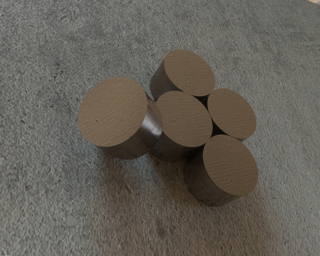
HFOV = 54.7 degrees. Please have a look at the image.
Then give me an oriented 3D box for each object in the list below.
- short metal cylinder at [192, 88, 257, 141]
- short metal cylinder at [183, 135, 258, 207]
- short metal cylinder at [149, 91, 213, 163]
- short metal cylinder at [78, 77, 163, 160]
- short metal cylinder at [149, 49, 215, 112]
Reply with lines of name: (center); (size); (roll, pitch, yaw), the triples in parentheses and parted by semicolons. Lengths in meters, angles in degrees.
short metal cylinder: (0.089, -0.010, 0.443); (0.081, 0.050, 0.080); (14, 56, -21)
short metal cylinder: (0.077, 0.055, 0.397); (0.081, 0.050, 0.080); (14, 56, -21)
short metal cylinder: (0.020, -0.001, 0.400); (0.081, 0.050, 0.080); (14, 56, -21)
short metal cylinder: (-0.043, -0.010, 0.346); (0.080, 0.050, 0.080); (-7, 67, 17)
short metal cylinder: (0.032, -0.066, 0.446); (0.081, 0.050, 0.080); (14, 56, -21)
